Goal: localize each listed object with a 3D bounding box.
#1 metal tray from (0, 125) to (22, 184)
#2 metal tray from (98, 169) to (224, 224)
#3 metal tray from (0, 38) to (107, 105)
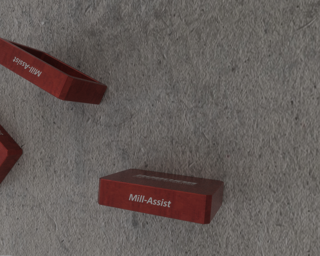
[{"bbox_3d":[-0.298,0.028,0.511,0.130,0.030,0.090,43,103,14],"label":"metal tray"},{"bbox_3d":[0.004,0.077,0.372,0.130,0.090,0.030,5,92,20],"label":"metal tray"},{"bbox_3d":[-0.150,-0.076,0.427,0.130,0.090,0.030,29,100,17],"label":"metal tray"}]
